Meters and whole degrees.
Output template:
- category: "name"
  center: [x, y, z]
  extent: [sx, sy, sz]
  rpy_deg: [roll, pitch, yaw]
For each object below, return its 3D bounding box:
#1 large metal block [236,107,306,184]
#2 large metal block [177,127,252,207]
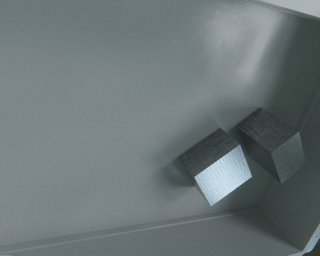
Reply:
- category: "large metal block"
  center: [0.173, 0.026, 0.484]
  extent: [0.050, 0.080, 0.080]
  rpy_deg: [-37, 129, -4]
- category: "large metal block"
  center: [0.085, 0.060, 0.476]
  extent: [0.080, 0.050, 0.080]
  rpy_deg: [-35, 129, -6]
